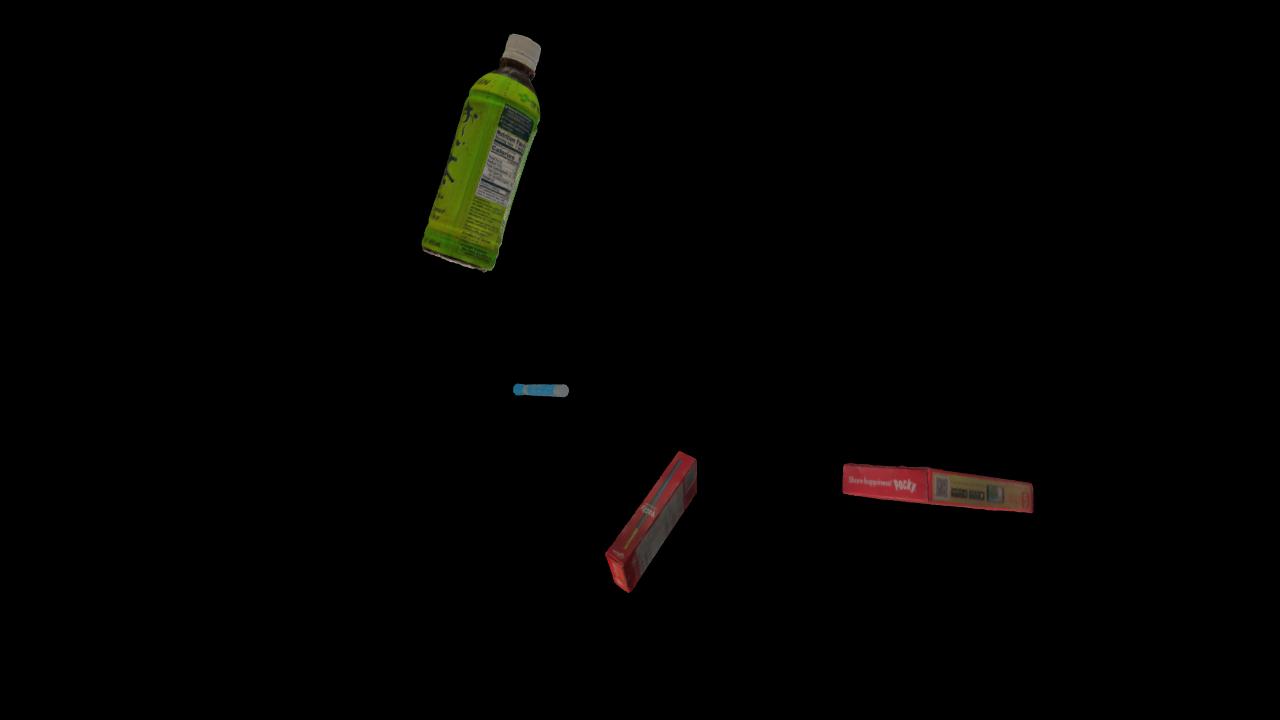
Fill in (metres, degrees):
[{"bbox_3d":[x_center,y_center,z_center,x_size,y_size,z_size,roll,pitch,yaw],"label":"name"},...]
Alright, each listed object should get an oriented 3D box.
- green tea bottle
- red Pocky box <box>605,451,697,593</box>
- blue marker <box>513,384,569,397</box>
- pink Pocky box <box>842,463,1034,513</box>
[{"bbox_3d":[-0.137,-0.190,0.568,0.073,0.212,0.073,21,3,-1],"label":"green tea bottle"},{"bbox_3d":[0.017,0.187,0.717,0.028,0.155,0.083,25,-34,24],"label":"red Pocky box"},{"bbox_3d":[-0.154,0.046,0.938,0.121,0.020,0.020,-2,-1,43],"label":"blue marker"},{"bbox_3d":[0.262,0.113,0.539,0.155,0.029,0.084,12,-12,-30],"label":"pink Pocky box"}]
